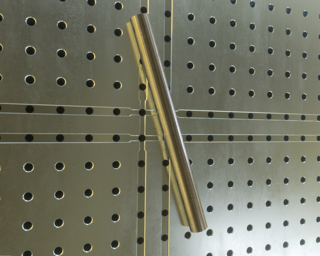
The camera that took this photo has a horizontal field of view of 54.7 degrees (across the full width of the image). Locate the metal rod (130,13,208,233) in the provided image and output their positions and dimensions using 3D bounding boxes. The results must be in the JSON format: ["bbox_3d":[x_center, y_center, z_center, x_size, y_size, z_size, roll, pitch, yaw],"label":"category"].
[{"bbox_3d":[0.014,-0.002,0.418,0.025,0.025,0.298,-18,96,-19],"label":"metal rod"}]
